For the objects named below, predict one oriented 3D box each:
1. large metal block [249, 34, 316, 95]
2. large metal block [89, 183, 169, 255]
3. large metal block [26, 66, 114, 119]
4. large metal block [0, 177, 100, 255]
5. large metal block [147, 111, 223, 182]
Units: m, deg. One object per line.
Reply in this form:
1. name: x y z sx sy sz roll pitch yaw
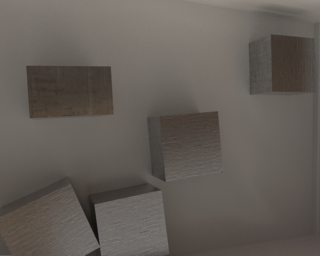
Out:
1. large metal block: 0.184 -0.092 0.467 0.081 0.050 0.079 -2 91 -20
2. large metal block: -0.040 0.119 0.384 0.081 0.050 0.079 -8 93 -20
3. large metal block: -0.101 -0.037 0.344 0.081 0.080 0.050 -4 92 -20
4. large metal block: -0.125 0.113 0.352 0.081 0.050 0.080 -25 99 -19
5. large metal block: 0.032 0.022 0.410 0.081 0.050 0.079 -6 92 -20
